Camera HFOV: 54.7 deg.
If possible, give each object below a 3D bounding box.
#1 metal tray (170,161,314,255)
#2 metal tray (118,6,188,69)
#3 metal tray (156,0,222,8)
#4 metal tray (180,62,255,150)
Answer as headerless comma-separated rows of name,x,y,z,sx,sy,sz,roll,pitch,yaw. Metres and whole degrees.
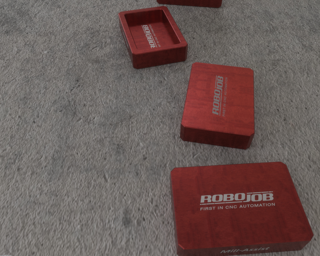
metal tray,0.080,0.084,0.330,0.131,0.030,0.090,-3,50,-3
metal tray,-0.015,-0.159,0.533,0.091,0.030,0.130,-12,51,-10
metal tray,0.060,-0.287,0.601,0.131,0.090,0.030,6,51,5
metal tray,0.082,-0.036,0.430,0.090,0.030,0.130,8,50,6
